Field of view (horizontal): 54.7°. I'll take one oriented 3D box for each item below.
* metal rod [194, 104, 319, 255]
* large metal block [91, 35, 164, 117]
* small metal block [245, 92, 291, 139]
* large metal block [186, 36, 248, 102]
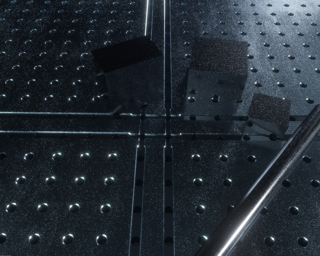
[{"bbox_3d":[0.125,0.062,0.356,0.025,0.025,0.302,35,58,25],"label":"metal rod"},{"bbox_3d":[-0.043,-0.072,0.432,0.081,0.080,0.050,-22,54,-18],"label":"large metal block"},{"bbox_3d":[0.149,-0.018,0.425,0.050,0.025,0.050,15,52,12],"label":"small metal block"},{"bbox_3d":[0.087,-0.090,0.469,0.080,0.050,0.080,8,50,6],"label":"large metal block"}]
